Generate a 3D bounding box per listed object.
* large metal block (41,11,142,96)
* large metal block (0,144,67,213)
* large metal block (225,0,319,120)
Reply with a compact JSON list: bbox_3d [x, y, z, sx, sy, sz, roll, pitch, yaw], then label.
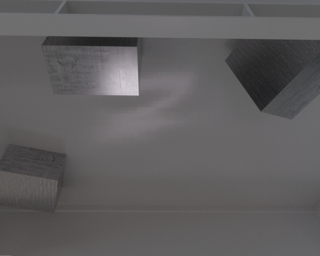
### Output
[{"bbox_3d":[-0.060,-0.076,0.308,0.081,0.080,0.050,1,130,-1],"label":"large metal block"},{"bbox_3d":[-0.188,0.076,0.455,0.081,0.050,0.079,12,129,-10],"label":"large metal block"},{"bbox_3d":[0.124,-0.068,0.308,0.050,0.080,0.080,10,133,-34],"label":"large metal block"}]
